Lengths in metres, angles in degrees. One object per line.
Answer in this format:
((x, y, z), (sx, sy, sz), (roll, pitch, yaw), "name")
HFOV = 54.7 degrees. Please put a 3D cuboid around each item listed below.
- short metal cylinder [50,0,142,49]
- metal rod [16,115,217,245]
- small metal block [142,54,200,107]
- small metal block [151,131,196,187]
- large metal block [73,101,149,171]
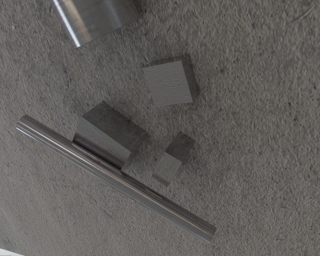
((-0.067, -0.124, 0.330), (0.080, 0.080, 0.050), (-12, 112, 33), "short metal cylinder")
((-0.064, 0.065, 0.415), (0.301, 0.025, 0.025), (29, 128, 9), "metal rod")
((0.014, -0.055, 0.365), (0.050, 0.025, 0.050), (-5, 116, 30), "small metal block")
((0.018, 0.040, 0.406), (0.025, 0.050, 0.050), (31, 128, 8), "small metal block")
((-0.075, 0.022, 0.444), (0.080, 0.050, 0.079), (35, 129, 4), "large metal block")
